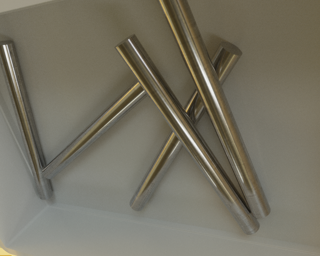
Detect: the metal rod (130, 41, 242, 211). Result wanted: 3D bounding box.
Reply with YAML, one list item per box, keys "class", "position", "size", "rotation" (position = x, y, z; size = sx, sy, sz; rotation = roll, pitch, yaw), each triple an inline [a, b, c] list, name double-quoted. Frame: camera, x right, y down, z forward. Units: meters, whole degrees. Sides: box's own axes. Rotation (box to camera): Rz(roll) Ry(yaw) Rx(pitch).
- class: "metal rod"
  position: [0.018, 0.021, 0.410]
  size: [0.025, 0.025, 0.298]
  rotation: [33, 129, 6]

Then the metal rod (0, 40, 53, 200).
- class: "metal rod"
  position: [-0.224, 0.004, 0.525]
  size: [0.025, 0.025, 0.298]
  rotation: [12, 124, 21]

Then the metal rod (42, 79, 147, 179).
- class: "metal rod"
  position: [-0.106, 0.011, 0.469]
  size: [0.025, 0.025, 0.299]
  rotation: [49, 128, -6]

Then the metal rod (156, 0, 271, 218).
- class: "metal rod"
  position: [0.068, -0.009, 0.339]
  size: [0.025, 0.025, 0.299]
  rotation: [-10, 122, 32]

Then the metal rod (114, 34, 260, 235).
- class: "metal rod"
  position: [0.045, 0.024, 0.371]
  size: [0.025, 0.025, 0.299]
  rotation: [-19, 117, 35]
